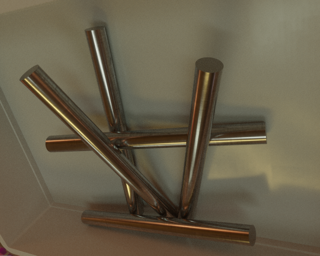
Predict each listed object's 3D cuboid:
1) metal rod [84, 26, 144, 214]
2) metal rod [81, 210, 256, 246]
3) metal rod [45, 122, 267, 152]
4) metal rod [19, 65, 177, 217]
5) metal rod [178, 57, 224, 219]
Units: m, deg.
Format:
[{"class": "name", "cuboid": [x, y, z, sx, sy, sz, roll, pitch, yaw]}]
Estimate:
[{"class": "metal rod", "cuboid": [-0.059, 0.009, 0.445, 0.025, 0.025, 0.298, 6, 121, 25]}, {"class": "metal rod", "cuboid": [-0.009, 0.144, 0.463, 0.300, 0.025, 0.025, -6, 115, 35]}, {"class": "metal rod", "cuboid": [-0.020, 0.015, 0.403, 0.301, 0.025, 0.025, -4, 117, 21]}, {"class": "metal rod", "cuboid": [-0.059, 0.041, 0.404, 0.025, 0.025, 0.300, -13, 131, 33]}, {"class": "metal rod", "cuboid": [0.041, 0.050, 0.380, 0.025, 0.025, 0.298, 19, 137, 17]}]
